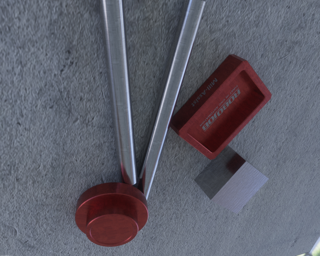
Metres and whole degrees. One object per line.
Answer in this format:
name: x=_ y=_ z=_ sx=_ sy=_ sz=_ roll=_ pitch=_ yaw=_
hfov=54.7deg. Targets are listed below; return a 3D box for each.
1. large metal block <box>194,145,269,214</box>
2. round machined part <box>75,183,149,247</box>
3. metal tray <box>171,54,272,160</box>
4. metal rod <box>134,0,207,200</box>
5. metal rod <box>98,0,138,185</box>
large metal block: x=0.118 y=0.085 z=0.510 sx=0.080 sy=0.050 sz=0.080 roll=34 pitch=99 yaw=-39
round machined part: x=-0.065 y=0.123 z=0.420 sx=0.099 sy=0.042 sz=0.097 roll=-4 pitch=125 yaw=-6
metal tray: x=0.087 y=-0.026 z=0.436 sx=0.130 sy=0.030 sz=0.090 roll=-48 pitch=129 yaw=5
metal rod: x=0.003 y=-0.012 z=0.402 sx=0.025 sy=0.025 sz=0.298 roll=1 pitch=118 yaw=-30
metal rod: x=-0.046 y=-0.054 z=0.349 sx=0.025 sy=0.025 sz=0.298 roll=-15 pitch=125 yaw=-20
